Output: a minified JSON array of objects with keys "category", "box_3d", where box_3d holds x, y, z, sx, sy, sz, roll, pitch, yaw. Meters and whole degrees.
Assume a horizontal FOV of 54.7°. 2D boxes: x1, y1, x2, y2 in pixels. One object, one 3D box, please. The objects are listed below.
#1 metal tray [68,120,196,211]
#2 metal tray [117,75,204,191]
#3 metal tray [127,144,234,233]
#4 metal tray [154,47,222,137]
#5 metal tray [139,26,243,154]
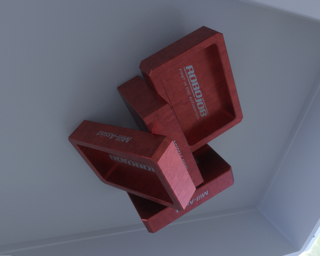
[{"category":"metal tray","box_3d":[-0.033,0.040,0.349,0.030,0.130,0.090,-54,136,-30]},{"category":"metal tray","box_3d":[0.002,0.010,0.372,0.030,0.090,0.130,-32,129,-8]},{"category":"metal tray","box_3d":[0.021,0.071,0.422,0.131,0.090,0.030,-29,129,-11]},{"category":"metal tray","box_3d":[0.050,-0.041,0.409,0.090,0.030,0.129,-29,128,-8]},{"category":"metal tray","box_3d":[0.042,-0.040,0.364,0.090,0.030,0.130,-32,128,-8]}]
